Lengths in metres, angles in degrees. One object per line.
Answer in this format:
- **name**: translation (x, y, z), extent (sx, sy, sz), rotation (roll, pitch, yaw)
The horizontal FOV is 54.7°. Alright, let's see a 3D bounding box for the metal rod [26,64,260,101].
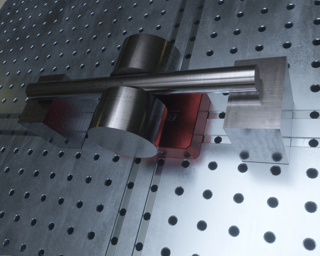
- **metal rod**: translation (-0.043, -0.048, 0.357), extent (0.300, 0.025, 0.025), rotation (1, 62, 28)

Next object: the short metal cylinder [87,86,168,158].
- **short metal cylinder**: translation (-0.036, -0.004, 0.356), extent (0.080, 0.080, 0.050), rotation (1, 62, 28)

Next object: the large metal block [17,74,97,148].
- **large metal block**: translation (-0.149, -0.023, 0.464), extent (0.050, 0.080, 0.080), rotation (1, 62, 29)

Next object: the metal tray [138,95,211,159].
- **metal tray**: translation (-0.006, -0.010, 0.414), extent (0.130, 0.030, 0.090), rotation (2, 62, 29)

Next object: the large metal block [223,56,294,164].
- **large metal block**: translation (0.107, -0.016, 0.325), extent (0.050, 0.080, 0.080), rotation (1, 62, 29)

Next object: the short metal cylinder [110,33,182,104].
- **short metal cylinder**: translation (-0.017, -0.071, 0.387), extent (0.080, 0.080, 0.050), rotation (1, 62, 28)
